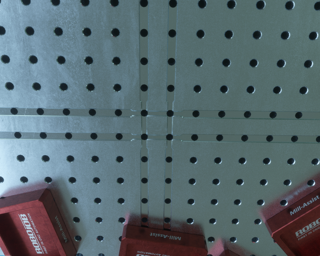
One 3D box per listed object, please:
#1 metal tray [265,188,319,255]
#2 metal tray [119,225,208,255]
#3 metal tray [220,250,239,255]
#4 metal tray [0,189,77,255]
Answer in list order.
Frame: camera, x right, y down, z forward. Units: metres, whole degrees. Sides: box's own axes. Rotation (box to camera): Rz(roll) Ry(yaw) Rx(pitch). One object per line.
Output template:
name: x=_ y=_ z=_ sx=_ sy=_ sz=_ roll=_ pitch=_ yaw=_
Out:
metal tray: x=0.240 y=0.146 z=0.465 sx=0.130 sy=0.030 sz=0.090 roll=-37 pitch=106 yaw=12
metal tray: x=0.001 y=0.206 z=0.486 sx=0.131 sy=0.030 sz=0.089 roll=10 pitch=110 yaw=-4
metal tray: x=0.136 y=0.267 z=0.510 sx=0.130 sy=0.030 sz=0.090 roll=32 pitch=107 yaw=-11
metal tray: x=-0.192 y=0.162 z=0.468 sx=0.090 sy=0.030 sz=0.129 roll=-13 pitch=110 yaw=4
